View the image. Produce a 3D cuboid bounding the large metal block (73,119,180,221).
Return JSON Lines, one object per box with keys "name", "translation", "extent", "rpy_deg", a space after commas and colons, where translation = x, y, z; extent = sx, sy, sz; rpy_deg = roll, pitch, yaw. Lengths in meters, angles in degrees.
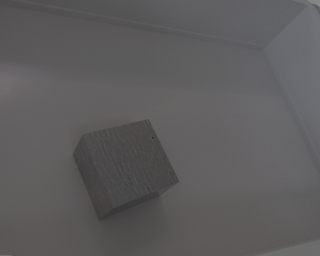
{"name": "large metal block", "translation": [-0.039, 0.044, 0.342], "extent": [0.081, 0.050, 0.080], "rpy_deg": [-15, 69, -34]}
